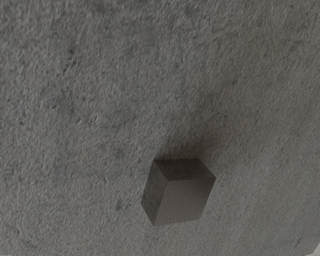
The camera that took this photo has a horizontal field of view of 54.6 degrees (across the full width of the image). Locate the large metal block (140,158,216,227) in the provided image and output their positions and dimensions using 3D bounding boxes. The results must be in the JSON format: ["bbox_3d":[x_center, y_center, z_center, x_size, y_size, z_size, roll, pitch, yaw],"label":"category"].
[{"bbox_3d":[0.026,0.094,0.462,0.081,0.050,0.079,1,118,-29],"label":"large metal block"}]
